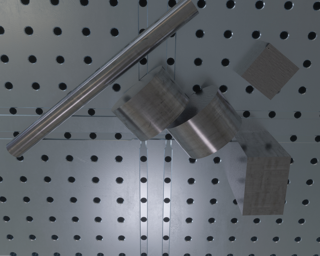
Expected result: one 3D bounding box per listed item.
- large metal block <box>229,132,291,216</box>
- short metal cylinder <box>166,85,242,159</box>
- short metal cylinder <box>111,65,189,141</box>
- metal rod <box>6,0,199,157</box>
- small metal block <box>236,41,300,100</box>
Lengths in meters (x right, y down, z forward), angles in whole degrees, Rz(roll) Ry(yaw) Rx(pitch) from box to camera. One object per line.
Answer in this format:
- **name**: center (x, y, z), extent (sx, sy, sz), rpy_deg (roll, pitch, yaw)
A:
- **large metal block**: center (0.126, 0.057, 0.406), extent (0.050, 0.080, 0.079), rpy_deg (-1, 110, 0)
- **short metal cylinder**: center (0.052, -0.008, 0.382), extent (0.080, 0.080, 0.050), rpy_deg (-36, 106, 12)
- **short metal cylinder**: center (-0.012, -0.030, 0.373), extent (0.080, 0.080, 0.050), rpy_deg (-39, 106, 13)
- **metal rod**: center (-0.080, -0.057, 0.391), extent (0.300, 0.025, 0.025), rpy_deg (-36, 106, 12)
- **small metal block**: center (0.134, -0.072, 0.388), extent (0.050, 0.025, 0.050), rpy_deg (35, 106, -12)
